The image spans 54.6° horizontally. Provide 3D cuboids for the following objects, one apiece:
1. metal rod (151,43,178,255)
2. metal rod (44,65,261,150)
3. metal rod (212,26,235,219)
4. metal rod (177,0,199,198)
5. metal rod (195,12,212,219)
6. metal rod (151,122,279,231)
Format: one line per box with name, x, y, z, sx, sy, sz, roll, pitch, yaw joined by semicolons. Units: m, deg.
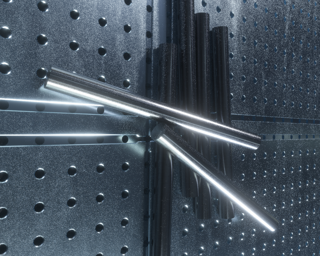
metal rod;0.006;0.039;0.412;0.025;0.025;0.298;3;88;-40
metal rod;0.013;-0.016;0.387;0.302;0.025;0.025;16;80;-29
metal rod;0.100;-0.007;0.491;0.025;0.025;0.298;-4;93;-40
metal rod;0.039;-0.053;0.440;0.025;0.025;0.298;-3;92;-40
metal rod;0.062;-0.017;0.459;0.025;0.025;0.298;-2;91;-40
metal rod;0.095;0.085;0.453;0.301;0.025;0.025;40;66;-33
